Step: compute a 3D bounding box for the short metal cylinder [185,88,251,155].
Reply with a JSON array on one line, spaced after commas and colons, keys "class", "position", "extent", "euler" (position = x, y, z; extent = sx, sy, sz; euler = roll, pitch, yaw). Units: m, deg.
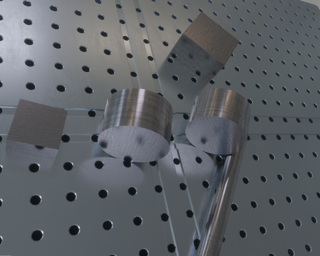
[{"class": "short metal cylinder", "position": [0.079, -0.008, 0.421], "extent": [0.080, 0.080, 0.050], "euler": [28, 52, -11]}]

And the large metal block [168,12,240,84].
[{"class": "large metal block", "position": [0.074, -0.133, 0.513], "extent": [0.080, 0.050, 0.080], "euler": [37, 51, -4]}]

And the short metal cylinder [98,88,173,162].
[{"class": "short metal cylinder", "position": [-0.027, -0.001, 0.359], "extent": [0.081, 0.080, 0.050], "euler": [18, 55, -18]}]

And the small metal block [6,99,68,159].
[{"class": "small metal block", "position": [-0.133, 0.002, 0.336], "extent": [0.050, 0.025, 0.050], "euler": [15, 56, -20]}]

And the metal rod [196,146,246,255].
[{"class": "metal rod", "position": [0.065, 0.121, 0.369], "extent": [0.025, 0.025, 0.301], "euler": [32, 51, -8]}]
